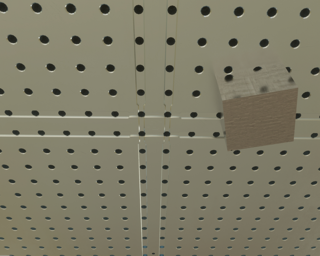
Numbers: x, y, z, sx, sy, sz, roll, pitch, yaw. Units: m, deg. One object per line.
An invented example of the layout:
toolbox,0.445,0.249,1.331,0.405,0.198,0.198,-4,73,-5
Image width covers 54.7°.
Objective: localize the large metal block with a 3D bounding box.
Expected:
large metal block,0.116,-0.023,0.378,0.080,0.050,0.080,-9,130,7
